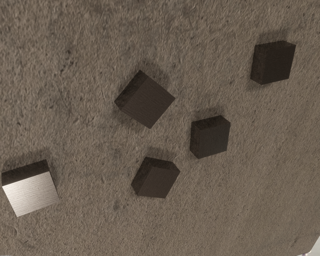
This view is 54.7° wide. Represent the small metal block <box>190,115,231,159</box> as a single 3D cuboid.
[{"bbox_3d":[0.073,0.013,0.457,0.050,0.025,0.050,-14,124,-21],"label":"small metal block"}]

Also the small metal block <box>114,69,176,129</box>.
[{"bbox_3d":[-0.018,-0.034,0.377,0.050,0.025,0.050,34,99,-39],"label":"small metal block"}]

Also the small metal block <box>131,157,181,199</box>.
[{"bbox_3d":[-0.006,0.073,0.450,0.050,0.025,0.050,15,110,-35],"label":"small metal block"}]

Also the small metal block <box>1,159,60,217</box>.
[{"bbox_3d":[-0.153,0.071,0.368,0.050,0.025,0.050,-18,126,-19],"label":"small metal block"}]

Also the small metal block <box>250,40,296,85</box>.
[{"bbox_3d":[0.159,-0.093,0.439,0.050,0.025,0.050,-15,125,-21],"label":"small metal block"}]
